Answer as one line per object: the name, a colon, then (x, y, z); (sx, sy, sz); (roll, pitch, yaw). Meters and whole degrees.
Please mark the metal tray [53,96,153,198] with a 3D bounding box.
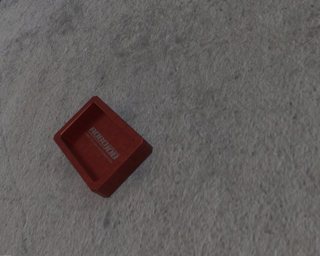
metal tray: (-0.083, 0.021, 0.429); (0.090, 0.030, 0.130); (-46, 52, -5)
